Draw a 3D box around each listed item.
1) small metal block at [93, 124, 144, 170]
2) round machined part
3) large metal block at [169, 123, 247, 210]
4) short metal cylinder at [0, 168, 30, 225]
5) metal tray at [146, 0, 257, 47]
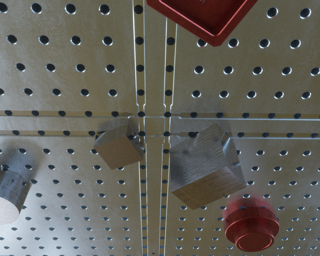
[{"bbox_3d":[-0.057,0.028,0.434,0.050,0.025,0.050,-19,128,15],"label":"small metal block"},{"bbox_3d":[0.169,0.191,0.566,0.099,0.042,0.097,-1,130,0],"label":"round machined part"},{"bbox_3d":[0.061,0.052,0.421,0.080,0.080,0.050,-30,124,23],"label":"large metal block"},{"bbox_3d":[-0.253,0.107,0.483,0.081,0.050,0.079,0,130,0],"label":"short metal cylinder"},{"bbox_3d":[0.057,-0.150,0.281,0.090,0.030,0.129,26,125,-21],"label":"metal tray"}]
